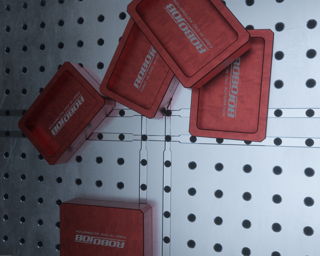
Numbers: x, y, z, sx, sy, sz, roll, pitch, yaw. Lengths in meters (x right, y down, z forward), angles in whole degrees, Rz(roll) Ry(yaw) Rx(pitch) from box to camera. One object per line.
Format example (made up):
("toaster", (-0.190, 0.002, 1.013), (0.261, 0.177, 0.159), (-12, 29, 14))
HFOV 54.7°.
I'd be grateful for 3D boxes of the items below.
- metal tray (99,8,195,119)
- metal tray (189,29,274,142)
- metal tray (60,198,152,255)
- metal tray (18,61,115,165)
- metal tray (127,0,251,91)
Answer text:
("metal tray", (-0.015, -0.087, 0.414), (0.090, 0.030, 0.129), (28, 99, 17))
("metal tray", (0.087, -0.051, 0.378), (0.090, 0.030, 0.129), (5, 92, 19))
("metal tray", (-0.077, 0.151, 0.436), (0.130, 0.030, 0.089), (0, 90, 19))
("metal tray", (-0.140, -0.020, 0.457), (0.090, 0.030, 0.130), (46, 104, 14))
("metal tray", (0.032, -0.120, 0.365), (0.090, 0.030, 0.130), (-38, 78, 15))
